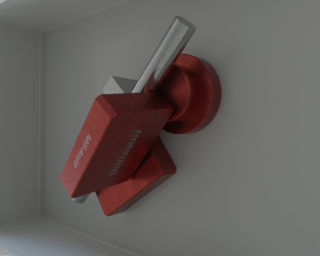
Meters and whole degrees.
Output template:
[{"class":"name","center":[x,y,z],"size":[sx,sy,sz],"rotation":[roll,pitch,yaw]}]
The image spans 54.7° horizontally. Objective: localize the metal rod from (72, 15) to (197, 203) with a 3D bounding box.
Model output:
[{"class":"metal rod","center":[-0.048,-0.002,0.391],"size":[0.025,0.025,0.298],"rotation":[52,124,27]}]

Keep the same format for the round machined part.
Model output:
[{"class":"round machined part","center":[0.020,-0.041,0.375],"size":[0.098,0.042,0.097],"rotation":[0,90,39]}]

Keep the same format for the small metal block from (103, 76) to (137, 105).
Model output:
[{"class":"small metal block","center":[-0.041,-0.042,0.420],"size":[0.025,0.050,0.050],"rotation":[-52,60,27]}]

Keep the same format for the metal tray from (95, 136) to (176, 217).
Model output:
[{"class":"metal tray","center":[-0.047,0.056,0.438],"size":[0.129,0.030,0.090],"rotation":[-42,65,31]}]

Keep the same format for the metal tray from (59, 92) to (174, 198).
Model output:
[{"class":"metal tray","center":[-0.050,0.019,0.353],"size":[0.030,0.091,0.129],"rotation":[49,125,25]}]
